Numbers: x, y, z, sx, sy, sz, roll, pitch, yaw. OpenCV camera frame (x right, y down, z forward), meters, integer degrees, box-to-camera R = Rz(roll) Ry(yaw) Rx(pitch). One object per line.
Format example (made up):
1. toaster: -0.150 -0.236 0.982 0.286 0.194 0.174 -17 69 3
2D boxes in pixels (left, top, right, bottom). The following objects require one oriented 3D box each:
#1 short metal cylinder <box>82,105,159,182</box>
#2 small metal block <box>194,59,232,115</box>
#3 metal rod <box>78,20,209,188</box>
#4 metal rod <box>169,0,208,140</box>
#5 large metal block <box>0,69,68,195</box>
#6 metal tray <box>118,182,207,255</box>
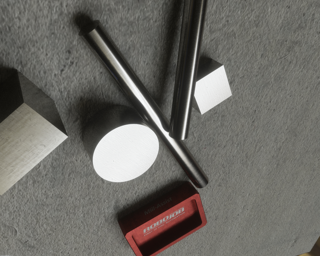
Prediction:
1. short metal cylinder: -0.048 0.019 0.377 0.081 0.050 0.079 -14 125 -21
2. small metal block: 0.062 -0.054 0.409 0.050 0.025 0.050 -33 129 -7
3. metal rod: -0.002 -0.007 0.403 0.025 0.025 0.300 -39 130 -3
4. metal rod: 0.038 -0.126 0.336 0.025 0.025 0.298 -6 117 -26
5. large metal block: -0.143 0.001 0.294 0.080 0.080 0.050 -42 130 0
6. metal tray: 0.008 0.154 0.505 0.131 0.030 0.090 -27 128 -12
